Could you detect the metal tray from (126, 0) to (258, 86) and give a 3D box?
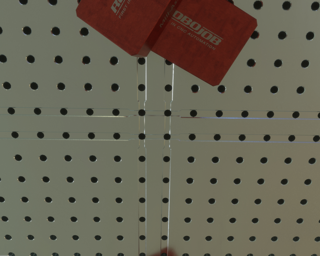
[{"bbox_3d":[0.035,-0.120,0.367,0.131,0.030,0.090,28,107,-11],"label":"metal tray"}]

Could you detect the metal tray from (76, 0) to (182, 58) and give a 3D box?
[{"bbox_3d":[-0.022,-0.155,0.336,0.090,0.030,0.129,38,107,10],"label":"metal tray"}]
